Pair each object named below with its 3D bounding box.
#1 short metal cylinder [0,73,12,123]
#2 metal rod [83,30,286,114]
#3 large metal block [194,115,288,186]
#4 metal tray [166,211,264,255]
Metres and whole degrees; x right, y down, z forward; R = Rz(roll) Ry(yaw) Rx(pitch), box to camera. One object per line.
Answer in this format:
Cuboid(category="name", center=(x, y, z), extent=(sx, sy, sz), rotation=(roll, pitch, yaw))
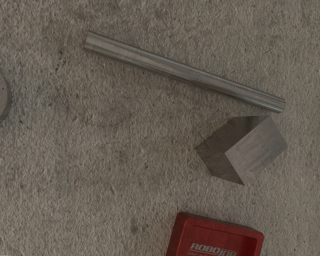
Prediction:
Cuboid(category="short metal cylinder", center=(-0.200, -0.034, 0.322), extent=(0.081, 0.050, 0.080), rotation=(0, 90, -20))
Cuboid(category="metal rod", center=(0.047, -0.070, 0.426), extent=(0.302, 0.025, 0.025), rotation=(15, 85, -20))
Cuboid(category="large metal block", center=(0.107, 0.027, 0.420), extent=(0.080, 0.080, 0.050), rotation=(-37, 102, -16))
Cuboid(category="metal tray", center=(0.076, 0.177, 0.435), extent=(0.131, 0.030, 0.090), rotation=(18, 84, -19))
